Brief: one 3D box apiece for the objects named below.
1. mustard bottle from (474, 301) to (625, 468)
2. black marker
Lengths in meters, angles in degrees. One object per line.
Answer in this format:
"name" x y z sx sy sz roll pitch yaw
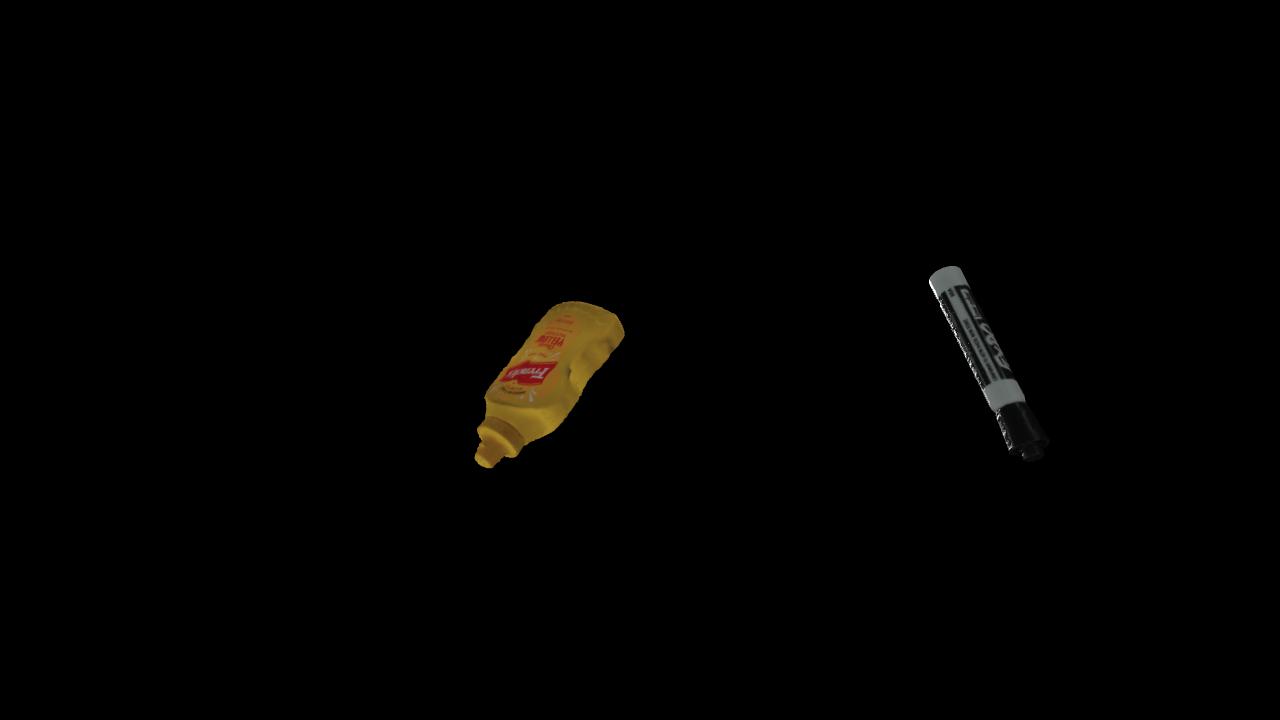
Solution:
"mustard bottle" -0.094 0.024 0.575 0.092 0.184 0.054 13 -37 29
"black marker" 0.191 -0.001 0.340 0.020 0.121 0.020 -5 -33 -3
